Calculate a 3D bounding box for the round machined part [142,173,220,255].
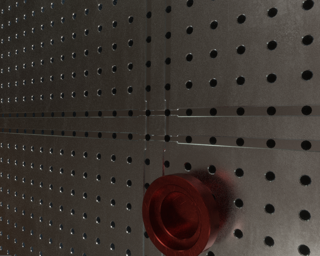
[{"bbox_3d":[0.029,0.103,0.373,0.098,0.042,0.097,0,90,39],"label":"round machined part"}]
